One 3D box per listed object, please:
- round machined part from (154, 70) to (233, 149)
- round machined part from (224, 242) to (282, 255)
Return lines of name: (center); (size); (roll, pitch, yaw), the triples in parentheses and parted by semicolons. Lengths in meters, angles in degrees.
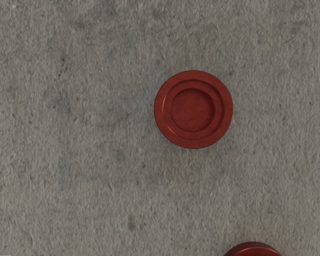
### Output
round machined part: (0.041, -0.023, 0.402); (0.099, 0.042, 0.097); (0, 90, -1)
round machined part: (0.127, 0.204, 0.403); (0.099, 0.042, 0.097); (0, 90, -1)
